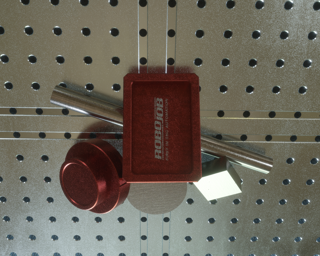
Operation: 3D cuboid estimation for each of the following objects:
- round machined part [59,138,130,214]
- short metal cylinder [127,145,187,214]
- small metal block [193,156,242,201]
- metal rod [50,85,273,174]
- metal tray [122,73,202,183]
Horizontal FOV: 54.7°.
[{"bbox_3d":[-0.090,0.066,0.399,0.098,0.042,0.097,9,107,31],"label":"round machined part"},{"bbox_3d":[-0.005,0.069,0.421,0.081,0.050,0.079,0,110,0],"label":"short metal cylinder"},{"bbox_3d":[0.078,0.070,0.424,0.050,0.025,0.050,-21,126,24],"label":"small metal block"},{"bbox_3d":[0.008,0.005,0.411,0.302,0.025,0.025,18,109,-7],"label":"metal rod"},{"bbox_3d":[0.002,0.000,0.375,0.091,0.030,0.129,0,81,-1],"label":"metal tray"}]
